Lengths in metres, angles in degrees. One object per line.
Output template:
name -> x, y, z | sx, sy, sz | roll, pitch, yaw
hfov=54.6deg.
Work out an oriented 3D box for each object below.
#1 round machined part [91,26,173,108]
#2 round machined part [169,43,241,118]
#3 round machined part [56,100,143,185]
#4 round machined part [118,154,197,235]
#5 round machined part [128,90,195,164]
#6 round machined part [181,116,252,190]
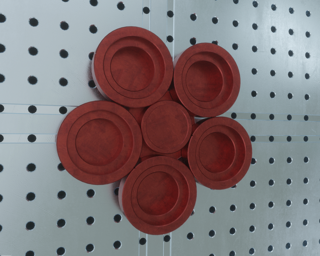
round machined part -> -0.036, -0.073, 0.390 | 0.099, 0.042, 0.097 | 0, 90, -20
round machined part -> 0.056, -0.063, 0.424 | 0.099, 0.042, 0.097 | 0, 90, -20
round machined part -> -0.074, 0.017, 0.376 | 0.099, 0.042, 0.097 | 0, 90, -20
round machined part -> -0.006, 0.083, 0.401 | 0.099, 0.042, 0.097 | 0, 90, -20
round machined part -> 0.003, -0.001, 0.404 | 0.099, 0.042, 0.097 | 0, 90, -20
round machined part -> 0.074, 0.033, 0.430 | 0.099, 0.042, 0.097 | 0, 90, -20
